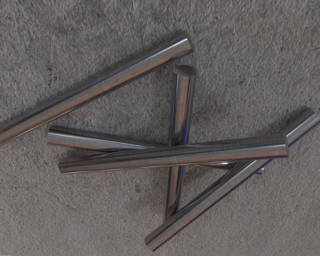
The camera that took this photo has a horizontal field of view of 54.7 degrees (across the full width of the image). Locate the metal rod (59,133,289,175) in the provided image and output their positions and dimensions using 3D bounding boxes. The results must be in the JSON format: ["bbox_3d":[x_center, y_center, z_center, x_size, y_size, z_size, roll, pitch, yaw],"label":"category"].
[{"bbox_3d":[-0.005,0.036,0.379,0.300,0.025,0.025,-8,132,27],"label":"metal rod"}]

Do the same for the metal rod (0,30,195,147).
[{"bbox_3d":[-0.100,-0.037,0.374,0.300,0.025,0.025,-23,127,18],"label":"metal rod"}]

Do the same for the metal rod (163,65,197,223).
[{"bbox_3d":[0.021,0.054,0.419,0.025,0.025,0.298,1,130,-1],"label":"metal rod"}]

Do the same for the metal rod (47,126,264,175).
[{"bbox_3d":[0.000,0.034,0.435,0.302,0.025,0.025,9,130,-8],"label":"metal rod"}]

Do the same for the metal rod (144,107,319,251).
[{"bbox_3d":[0.092,0.080,0.435,0.299,0.025,0.025,-42,119,15],"label":"metal rod"}]
